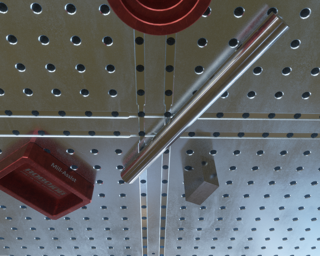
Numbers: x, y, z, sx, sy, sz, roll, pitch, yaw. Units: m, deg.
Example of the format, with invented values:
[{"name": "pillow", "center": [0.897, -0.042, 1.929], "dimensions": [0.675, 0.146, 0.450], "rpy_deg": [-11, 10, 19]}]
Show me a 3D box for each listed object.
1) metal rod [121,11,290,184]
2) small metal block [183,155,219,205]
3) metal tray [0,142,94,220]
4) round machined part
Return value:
[{"name": "metal rod", "center": [0.038, -0.019, 0.396], "dimensions": [0.025, 0.025, 0.299], "rpy_deg": [28, 124, -22]}, {"name": "small metal block", "center": [0.060, 0.078, 0.463], "dimensions": [0.025, 0.050, 0.050], "rpy_deg": [22, 127, -18]}, {"name": "metal tray", "center": [-0.180, 0.087, 0.479], "dimensions": [0.090, 0.030, 0.130], "rpy_deg": [-30, 125, 22]}, {"name": "round machined part", "center": [0.000, -0.139, 0.282], "dimensions": [0.099, 0.042, 0.097], "rpy_deg": [-1, 130, 0]}]
